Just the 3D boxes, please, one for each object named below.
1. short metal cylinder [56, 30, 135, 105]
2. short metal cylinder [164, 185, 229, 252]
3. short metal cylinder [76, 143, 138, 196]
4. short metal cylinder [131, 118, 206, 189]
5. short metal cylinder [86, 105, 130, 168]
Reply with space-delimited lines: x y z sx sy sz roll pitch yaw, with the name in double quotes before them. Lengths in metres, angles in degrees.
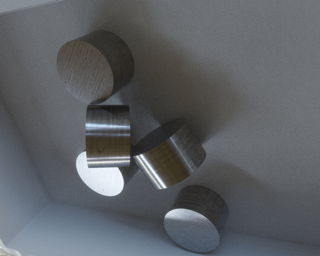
"short metal cylinder" -0.079 -0.076 0.386 0.080 0.050 0.079 13 124 20
"short metal cylinder" 0.052 0.130 0.444 0.080 0.050 0.079 13 124 20
"short metal cylinder" -0.077 0.055 0.465 0.080 0.050 0.079 13 124 20
"short metal cylinder" 0.010 0.030 0.386 0.080 0.080 0.050 -24 106 36
"short metal cylinder" -0.065 0.010 0.393 0.050 0.080 0.079 -1 124 -8
